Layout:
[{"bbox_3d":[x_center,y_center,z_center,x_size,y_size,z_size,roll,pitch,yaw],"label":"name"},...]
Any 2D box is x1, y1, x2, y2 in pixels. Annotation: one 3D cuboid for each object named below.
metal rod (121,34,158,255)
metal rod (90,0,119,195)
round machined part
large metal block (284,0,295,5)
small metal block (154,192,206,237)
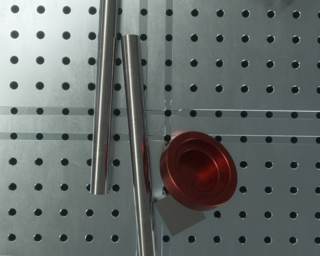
[{"bbox_3d":[-0.028,0.028,0.413,0.025,0.025,0.298,-5,90,-1],"label":"metal rod"},{"bbox_3d":[-0.073,-0.063,0.412,0.025,0.025,0.298,3,90,-1],"label":"metal rod"},{"bbox_3d":[0.044,0.056,0.390,0.099,0.042,0.098,13,55,-20],"label":"round machined part"},{"bbox_3d":[0.173,-0.226,0.403,0.080,0.050,0.080,39,90,-1],"label":"large metal block"},{"bbox_3d":[0.026,0.107,0.414,0.050,0.025,0.050,-29,90,-1],"label":"small metal block"}]
